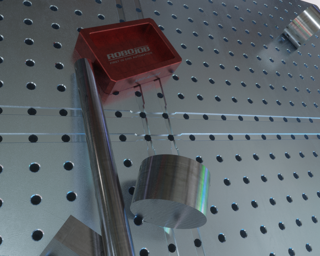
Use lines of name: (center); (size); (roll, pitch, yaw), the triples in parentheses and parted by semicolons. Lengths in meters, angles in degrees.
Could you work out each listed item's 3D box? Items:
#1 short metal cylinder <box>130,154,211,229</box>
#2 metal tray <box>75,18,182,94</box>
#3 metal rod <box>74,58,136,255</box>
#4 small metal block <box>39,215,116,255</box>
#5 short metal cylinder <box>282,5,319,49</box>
short metal cylinder: (0.013, 0.071, 0.336); (0.080, 0.080, 0.050); (23, 53, -15)
metal tray: (-0.042, -0.108, 0.448); (0.131, 0.030, 0.090); (-25, 75, -37)
metal rod: (-0.059, 0.032, 0.316); (0.025, 0.025, 0.299); (3, 48, -27)
small metal block: (-0.075, 0.112, 0.280); (0.050, 0.050, 0.025); (37, 39, -4)
short metal cylinder: (0.319, -0.220, 0.679); (0.081, 0.080, 0.050); (-32, 80, -38)
